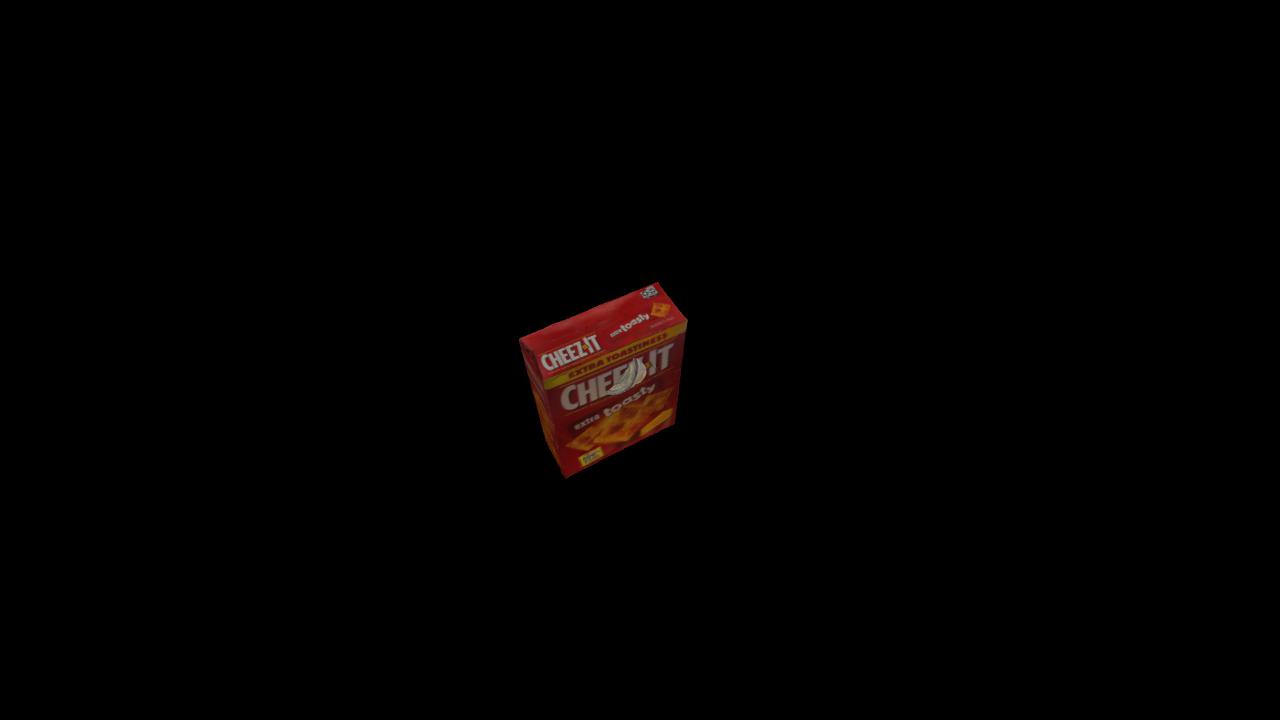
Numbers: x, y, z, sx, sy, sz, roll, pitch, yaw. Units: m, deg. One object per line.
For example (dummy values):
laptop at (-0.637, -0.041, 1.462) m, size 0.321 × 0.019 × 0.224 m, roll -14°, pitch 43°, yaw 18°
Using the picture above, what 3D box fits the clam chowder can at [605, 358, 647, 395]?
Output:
clam chowder can at (-0.013, -0.004, 0.689) m, size 0.068 × 0.068 × 0.102 m, roll 0°, pitch 11°, yaw 23°

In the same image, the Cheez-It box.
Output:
Cheez-It box at (-0.036, 0.030, 0.711) m, size 0.166 × 0.071 × 0.223 m, roll -25°, pitch -32°, yaw -17°
